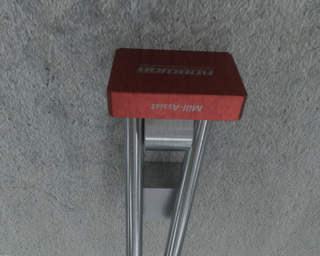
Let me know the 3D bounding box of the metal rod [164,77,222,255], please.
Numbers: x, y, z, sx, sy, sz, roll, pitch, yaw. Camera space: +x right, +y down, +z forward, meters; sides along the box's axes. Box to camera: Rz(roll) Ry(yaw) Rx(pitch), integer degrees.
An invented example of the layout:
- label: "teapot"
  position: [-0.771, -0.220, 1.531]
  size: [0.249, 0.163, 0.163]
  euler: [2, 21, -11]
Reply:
- label: "metal rod"
  position: [0.037, 0.073, 0.410]
  size: [0.025, 0.025, 0.298]
  euler: [6, 115, -6]

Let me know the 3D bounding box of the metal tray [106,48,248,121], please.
- label: "metal tray"
  position: [0.016, -0.048, 0.325]
  size: [0.131, 0.090, 0.030]
  euler: [2, 130, -2]

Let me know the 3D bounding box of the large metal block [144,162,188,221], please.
- label: "large metal block"
  position: [0.001, 0.098, 0.473]
  size: [0.081, 0.050, 0.079]
  euler: [1, 130, -2]

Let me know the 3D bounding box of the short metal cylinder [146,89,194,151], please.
- label: "short metal cylinder"
  position: [0.009, -0.013, 0.363]
  size: [0.050, 0.080, 0.079]
  euler: [1, 130, -2]

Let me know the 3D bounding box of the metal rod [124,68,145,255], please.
- label: "metal rod"
  position: [-0.034, 0.070, 0.408]
  size: [0.025, 0.025, 0.298]
  euler: [1, 115, -2]
